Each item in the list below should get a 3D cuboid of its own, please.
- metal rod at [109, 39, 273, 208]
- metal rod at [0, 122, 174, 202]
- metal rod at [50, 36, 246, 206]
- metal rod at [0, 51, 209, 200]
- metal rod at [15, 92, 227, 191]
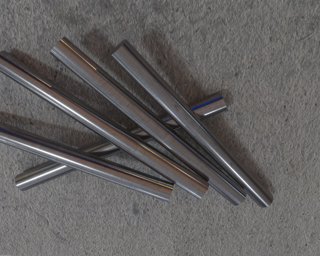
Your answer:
[{"bbox_3d":[0.054,0.010,0.389,0.025,0.025,0.300,-40,115,13],"label":"metal rod"},{"bbox_3d":[-0.128,0.032,0.397,0.301,0.025,0.025,19,109,1],"label":"metal rod"},{"bbox_3d":[-0.002,0.002,0.382,0.300,0.025,0.025,40,105,-16],"label":"metal rod"},{"bbox_3d":[-0.070,-0.002,0.386,0.301,0.025,0.025,33,107,-3],"label":"metal rod"},{"bbox_3d":[-0.057,0.021,0.417,0.301,0.025,0.025,-22,109,7],"label":"metal rod"}]
